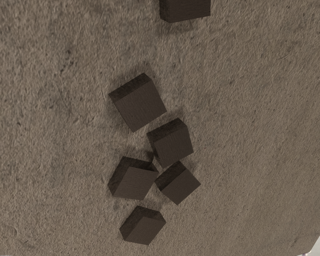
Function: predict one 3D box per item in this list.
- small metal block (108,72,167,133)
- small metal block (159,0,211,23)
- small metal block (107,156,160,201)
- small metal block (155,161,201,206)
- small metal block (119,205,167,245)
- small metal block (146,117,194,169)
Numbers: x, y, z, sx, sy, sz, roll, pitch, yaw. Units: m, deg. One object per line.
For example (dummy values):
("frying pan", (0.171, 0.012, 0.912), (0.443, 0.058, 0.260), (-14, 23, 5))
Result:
("small metal block", (-0.026, -0.030, 0.375), (0.050, 0.025, 0.050), (-33, 129, -7))
("small metal block", (0.027, -0.145, 0.333), (0.050, 0.025, 0.050), (-17, 126, -19))
("small metal block", (-0.037, 0.071, 0.432), (0.050, 0.025, 0.050), (18, 109, -36))
("small metal block", (0.027, 0.084, 0.476), (0.050, 0.025, 0.050), (-42, 130, 0))
("small metal block", (-0.027, 0.155, 0.490), (0.050, 0.025, 0.050), (28, 103, -38))
("small metal block", (0.015, 0.021, 0.430), (0.050, 0.025, 0.050), (-27, 128, -12))
